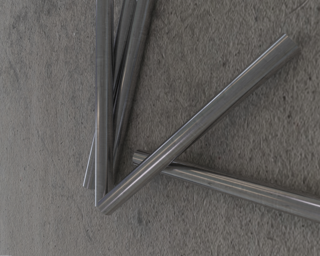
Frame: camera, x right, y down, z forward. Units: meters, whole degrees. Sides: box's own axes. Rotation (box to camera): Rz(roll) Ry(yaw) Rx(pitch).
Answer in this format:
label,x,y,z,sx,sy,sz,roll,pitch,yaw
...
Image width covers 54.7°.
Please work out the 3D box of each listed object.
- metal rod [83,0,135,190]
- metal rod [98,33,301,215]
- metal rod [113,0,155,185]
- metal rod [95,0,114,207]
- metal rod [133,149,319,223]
label,x,y,z,sx,sy,sz,roll,pitch,yaw
metal rod,-0.074,-0.048,0.466,0.025,0.025,0.298,24,105,37
metal rod,0.028,0.011,0.357,0.299,0.025,0.025,-43,64,23
metal rod,-0.049,-0.053,0.445,0.025,0.025,0.298,22,104,38
metal rod,-0.078,-0.041,0.435,0.025,0.025,0.298,1,91,40
metal rod,0.085,0.063,0.334,0.300,0.025,0.025,11,97,39
